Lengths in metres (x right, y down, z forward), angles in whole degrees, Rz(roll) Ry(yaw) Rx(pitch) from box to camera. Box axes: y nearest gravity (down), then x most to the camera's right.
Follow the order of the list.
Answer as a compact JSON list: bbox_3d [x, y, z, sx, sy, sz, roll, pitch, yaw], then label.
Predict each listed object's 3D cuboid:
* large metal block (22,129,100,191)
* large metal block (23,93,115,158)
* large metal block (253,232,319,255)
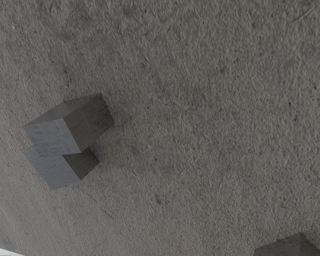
[{"bbox_3d":[-0.161,0.048,0.505,0.080,0.050,0.080,-22,107,36],"label":"large metal block"},{"bbox_3d":[-0.125,-0.004,0.435,0.080,0.080,0.050,-8,114,32],"label":"large metal block"},{"bbox_3d":[0.182,0.199,0.418,0.080,0.050,0.080,44,129,-3],"label":"large metal block"}]
